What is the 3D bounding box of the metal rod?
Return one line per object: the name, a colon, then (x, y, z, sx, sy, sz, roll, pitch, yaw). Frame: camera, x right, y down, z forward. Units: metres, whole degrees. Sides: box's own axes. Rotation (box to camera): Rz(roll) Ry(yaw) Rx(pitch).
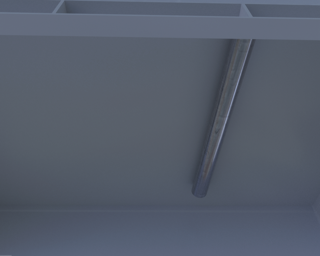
metal rod: (0.078, -0.011, 0.400, 0.025, 0.025, 0.298, 4, 130, -4)
